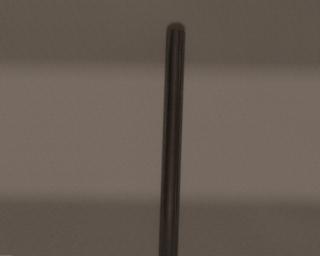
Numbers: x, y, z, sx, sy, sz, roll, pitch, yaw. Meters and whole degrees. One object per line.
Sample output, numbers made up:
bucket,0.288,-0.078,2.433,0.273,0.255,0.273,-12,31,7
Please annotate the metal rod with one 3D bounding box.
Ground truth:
metal rod,0.016,0.022,0.411,0.025,0.025,0.298,2,90,-1
